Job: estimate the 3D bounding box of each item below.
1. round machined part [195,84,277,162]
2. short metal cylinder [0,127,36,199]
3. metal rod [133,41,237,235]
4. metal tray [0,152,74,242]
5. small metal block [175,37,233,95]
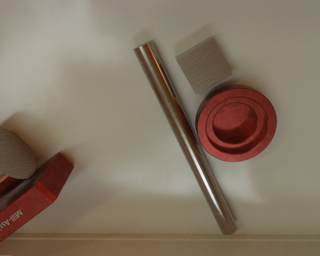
[{"bbox_3d":[0.095,-0.009,0.400,0.099,0.042,0.097,0,110,-1],"label":"round machined part"},{"bbox_3d":[-0.209,0.045,0.396,0.050,0.080,0.080,-37,106,12],"label":"short metal cylinder"},{"bbox_3d":[0.042,0.026,0.421,0.025,0.025,0.299,-24,109,8],"label":"metal rod"},{"bbox_3d":[-0.181,0.096,0.409,0.130,0.090,0.030,-37,106,12],"label":"metal tray"},{"bbox_3d":[0.054,-0.077,0.384,0.050,0.025,0.050,-29,108,10],"label":"small metal block"}]
